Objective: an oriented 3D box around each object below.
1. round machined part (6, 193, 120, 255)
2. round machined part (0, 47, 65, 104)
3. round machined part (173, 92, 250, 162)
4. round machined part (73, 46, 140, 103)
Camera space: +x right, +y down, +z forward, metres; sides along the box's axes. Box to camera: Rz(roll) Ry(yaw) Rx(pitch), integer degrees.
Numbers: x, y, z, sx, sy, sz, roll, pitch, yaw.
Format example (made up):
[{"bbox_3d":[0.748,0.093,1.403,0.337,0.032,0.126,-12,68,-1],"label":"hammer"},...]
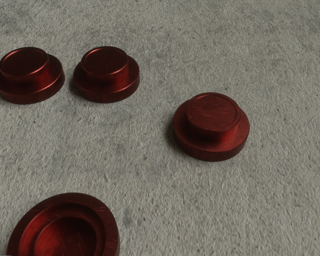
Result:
[{"bbox_3d":[-0.087,0.115,0.295,0.099,0.042,0.098,0,50,0],"label":"round machined part"},{"bbox_3d":[-0.196,-0.084,0.461,0.099,0.042,0.098,0,50,0],"label":"round machined part"},{"bbox_3d":[0.066,-0.008,0.400,0.099,0.042,0.098,0,50,0],"label":"round machined part"},{"bbox_3d":[-0.080,-0.086,0.464,0.099,0.042,0.098,0,50,0],"label":"round machined part"}]
